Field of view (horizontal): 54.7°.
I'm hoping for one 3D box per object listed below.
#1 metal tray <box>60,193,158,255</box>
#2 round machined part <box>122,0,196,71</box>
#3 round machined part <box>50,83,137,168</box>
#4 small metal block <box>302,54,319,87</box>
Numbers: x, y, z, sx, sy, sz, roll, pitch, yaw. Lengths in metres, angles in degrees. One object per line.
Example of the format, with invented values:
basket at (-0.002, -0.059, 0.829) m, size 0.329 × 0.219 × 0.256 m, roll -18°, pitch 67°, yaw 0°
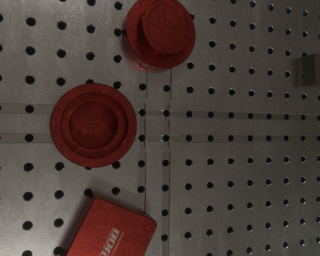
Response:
metal tray at (-0.072, 0.158, 0.385) m, size 0.090 × 0.030 × 0.130 m, roll 29°, pitch 80°, yaw -18°
round machined part at (0.003, -0.127, 0.406) m, size 0.099 × 0.042 × 0.097 m, roll 0°, pitch 90°, yaw -21°
round machined part at (-0.081, -0.003, 0.374) m, size 0.099 × 0.042 × 0.097 m, roll 0°, pitch 90°, yaw -21°
small metal block at (0.266, -0.095, 0.513) m, size 0.050 × 0.025 × 0.050 m, roll -4°, pitch 92°, yaw -20°
